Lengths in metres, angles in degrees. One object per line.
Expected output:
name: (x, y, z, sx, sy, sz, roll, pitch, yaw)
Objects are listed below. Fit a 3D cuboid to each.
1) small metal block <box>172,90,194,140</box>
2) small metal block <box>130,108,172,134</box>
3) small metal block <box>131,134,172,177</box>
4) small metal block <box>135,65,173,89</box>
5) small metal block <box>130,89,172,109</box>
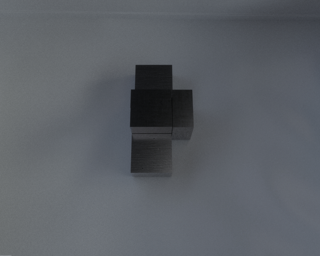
small metal block: (0.028, -0.016, 0.400, 0.025, 0.050, 0.050, 0, 70, 0)
small metal block: (-0.011, -0.005, 0.396, 0.050, 0.050, 0.025, 0, 70, 0)
small metal block: (-0.010, 0.035, 0.395, 0.050, 0.025, 0.050, 0, 70, 0)
small metal block: (-0.008, -0.059, 0.429, 0.050, 0.025, 0.050, 0, 70, 0)
small metal block: (-0.011, -0.028, 0.405, 0.050, 0.050, 0.025, 0, 70, 0)
